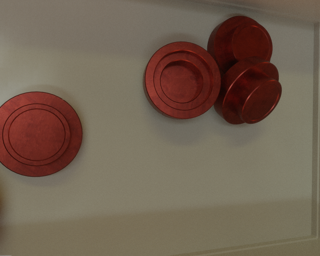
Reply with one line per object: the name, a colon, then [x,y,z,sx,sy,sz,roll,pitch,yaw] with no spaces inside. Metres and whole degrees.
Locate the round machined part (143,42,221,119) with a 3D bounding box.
round machined part: [0.026,-0.059,0.406,0.099,0.042,0.097,0,88,-10]

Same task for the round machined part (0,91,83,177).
round machined part: [-0.138,0.007,0.351,0.099,0.042,0.097,0,90,-21]

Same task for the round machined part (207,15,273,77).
round machined part: [0.122,-0.114,0.448,0.099,0.042,0.097,0,90,-21]

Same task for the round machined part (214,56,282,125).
round machined part: [0.126,-0.044,0.424,0.099,0.042,0.097,-20,134,-22]
